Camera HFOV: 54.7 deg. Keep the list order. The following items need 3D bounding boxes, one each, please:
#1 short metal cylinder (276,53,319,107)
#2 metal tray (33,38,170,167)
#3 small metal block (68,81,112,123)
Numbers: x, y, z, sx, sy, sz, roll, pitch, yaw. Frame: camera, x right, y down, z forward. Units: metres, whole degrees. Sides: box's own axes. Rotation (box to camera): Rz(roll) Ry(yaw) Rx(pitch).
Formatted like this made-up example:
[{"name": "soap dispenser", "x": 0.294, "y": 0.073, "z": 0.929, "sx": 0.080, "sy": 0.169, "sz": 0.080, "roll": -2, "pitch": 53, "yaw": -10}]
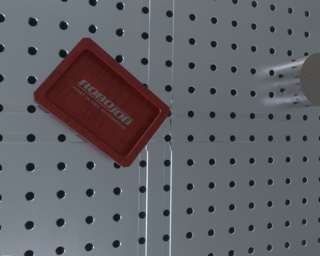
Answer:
[{"name": "short metal cylinder", "x": 0.232, "y": -0.073, "z": 0.485, "sx": 0.081, "sy": 0.050, "sz": 0.079, "roll": 0, "pitch": 90, "yaw": -20}, {"name": "metal tray", "x": -0.064, "y": -0.027, "z": 0.359, "sx": 0.130, "sy": 0.030, "sz": 0.090, "roll": 40, "pitch": 77, "yaw": -16}, {"name": "small metal block", "x": -0.086, "y": -0.031, "z": 0.381, "sx": 0.050, "sy": 0.025, "sz": 0.050, "roll": -1, "pitch": 90, "yaw": -20}]
